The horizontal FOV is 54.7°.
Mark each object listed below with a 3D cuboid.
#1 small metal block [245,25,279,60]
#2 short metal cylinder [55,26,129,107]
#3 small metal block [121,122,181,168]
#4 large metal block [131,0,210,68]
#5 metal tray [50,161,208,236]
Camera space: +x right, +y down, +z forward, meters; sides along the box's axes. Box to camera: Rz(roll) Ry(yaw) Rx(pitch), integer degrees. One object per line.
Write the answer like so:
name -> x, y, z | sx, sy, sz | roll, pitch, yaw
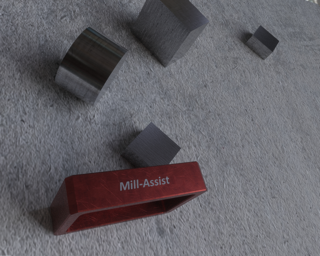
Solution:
small metal block -> 0.204, -0.171, 0.618 | 0.050, 0.025, 0.050 | 40, 51, -1
short metal cylinder -> -0.080, -0.072, 0.369 | 0.050, 0.080, 0.080 | 32, 52, -8
small metal block -> -0.010, 0.029, 0.380 | 0.050, 0.025, 0.050 | 42, 51, 0
large metal block -> 0.013, -0.153, 0.469 | 0.080, 0.080, 0.050 | 47, 51, 4
metal tray -> -0.032, 0.069, 0.303 | 0.131, 0.090, 0.030 | -3, 63, -30
